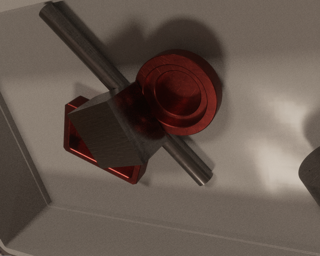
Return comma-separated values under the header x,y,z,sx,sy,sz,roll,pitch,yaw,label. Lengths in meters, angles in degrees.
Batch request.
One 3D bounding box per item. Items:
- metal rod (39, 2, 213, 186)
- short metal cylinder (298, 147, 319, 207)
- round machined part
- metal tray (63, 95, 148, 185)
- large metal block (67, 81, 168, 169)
x,y,z,sx,sy,sz,roll,pitch,yaw,label
-0.040,-0.040,0.403,0.300,0.025,0.025,47,129,-5,metal rod
0.188,0.049,0.305,0.080,0.080,0.050,-30,102,37,short metal cylinder
0.024,-0.043,0.357,0.098,0.042,0.097,13,124,20,round machined part
-0.078,0.018,0.455,0.130,0.030,0.089,24,127,12,metal tray
-0.051,-0.001,0.369,0.080,0.050,0.080,-12,113,44,large metal block
